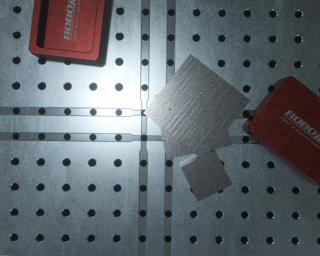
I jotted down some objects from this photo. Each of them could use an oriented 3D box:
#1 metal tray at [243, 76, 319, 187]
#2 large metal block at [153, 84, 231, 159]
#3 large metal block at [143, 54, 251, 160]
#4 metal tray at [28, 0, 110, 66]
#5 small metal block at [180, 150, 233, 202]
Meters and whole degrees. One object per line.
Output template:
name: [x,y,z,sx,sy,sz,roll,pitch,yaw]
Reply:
metal tray: [0.190,0.005,0.412,0.130,0.030,0.090,38,90,0]
large metal block: [0.039,-0.010,0.401,0.080,0.050,0.080,-12,90,0]
large metal block: [0.039,-0.023,0.351,0.080,0.050,0.080,38,90,0]
metal tray: [-0.116,-0.154,0.409,0.091,0.030,0.129,7,90,0]
small metal block: [0.061,0.062,0.414,0.050,0.025,0.050,-26,90,0]
